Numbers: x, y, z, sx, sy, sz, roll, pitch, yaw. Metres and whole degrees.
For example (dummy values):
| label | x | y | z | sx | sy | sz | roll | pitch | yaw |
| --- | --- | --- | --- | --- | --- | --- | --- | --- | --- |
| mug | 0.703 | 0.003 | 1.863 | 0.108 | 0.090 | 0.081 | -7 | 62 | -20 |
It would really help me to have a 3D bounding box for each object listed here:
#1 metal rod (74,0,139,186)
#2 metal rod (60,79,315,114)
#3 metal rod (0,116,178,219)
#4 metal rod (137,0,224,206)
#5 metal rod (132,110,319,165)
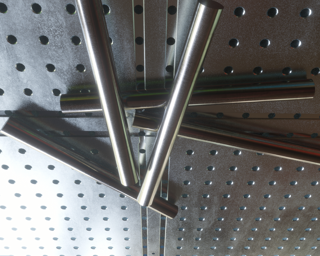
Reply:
| label | x | y | z | sx | sy | sz | roll | pitch | yaw |
| --- | --- | --- | --- | --- | --- | --- | --- | --- | --- |
| metal rod | -0.059 | -0.055 | 0.337 | 0.025 | 0.025 | 0.298 | -6 | 122 | 4 |
| metal rod | 0.031 | -0.038 | 0.379 | 0.302 | 0.025 | 0.025 | -3 | 130 | 2 |
| metal rod | -0.089 | 0.070 | 0.469 | 0.301 | 0.025 | 0.025 | 34 | 122 | -26 |
| metal rod | 0.012 | -0.002 | 0.375 | 0.025 | 0.025 | 0.298 | 10 | 129 | -9 |
| metal rod | 0.111 | 0.017 | 0.427 | 0.302 | 0.025 | 0.025 | 12 | 129 | -11 |
